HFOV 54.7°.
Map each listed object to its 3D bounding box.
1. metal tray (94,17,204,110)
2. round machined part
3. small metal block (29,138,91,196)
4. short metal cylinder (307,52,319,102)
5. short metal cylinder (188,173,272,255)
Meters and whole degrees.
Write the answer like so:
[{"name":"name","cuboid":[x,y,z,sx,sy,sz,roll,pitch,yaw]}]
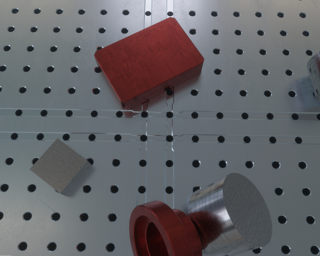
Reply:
[{"name":"metal tray","cuboid":[-0.015,-0.094,0.443,0.131,0.030,0.090,-28,73,-10]},{"name":"round machined part","cuboid":[0.008,0.126,0.333,0.042,0.098,0.098,-9,68,-31]},{"name":"small metal block","cuboid":[-0.125,0.050,0.393,0.050,0.025,0.050,35,73,11]},{"name":"short metal cylinder","cuboid":[0.244,-0.072,0.411,0.081,0.080,0.050,-4,70,-2]},{"name":"short metal cylinder","cuboid":[0.077,0.096,0.342,0.080,0.050,0.080,28,43,-30]}]
